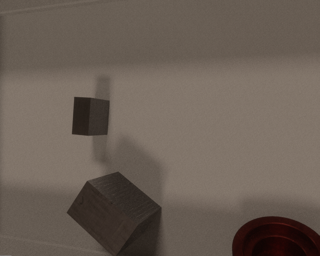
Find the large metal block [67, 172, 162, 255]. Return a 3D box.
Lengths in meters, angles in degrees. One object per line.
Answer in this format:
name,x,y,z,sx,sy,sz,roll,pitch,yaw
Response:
large metal block,-0.056,0.106,0.400,0.080,0.080,0.050,37,102,16

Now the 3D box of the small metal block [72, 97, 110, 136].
small metal block,-0.095,-0.016,0.429,0.025,0.050,0.050,5,92,20

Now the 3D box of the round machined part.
round machined part,0.129,0.146,0.334,0.098,0.098,0.042,3,121,19
